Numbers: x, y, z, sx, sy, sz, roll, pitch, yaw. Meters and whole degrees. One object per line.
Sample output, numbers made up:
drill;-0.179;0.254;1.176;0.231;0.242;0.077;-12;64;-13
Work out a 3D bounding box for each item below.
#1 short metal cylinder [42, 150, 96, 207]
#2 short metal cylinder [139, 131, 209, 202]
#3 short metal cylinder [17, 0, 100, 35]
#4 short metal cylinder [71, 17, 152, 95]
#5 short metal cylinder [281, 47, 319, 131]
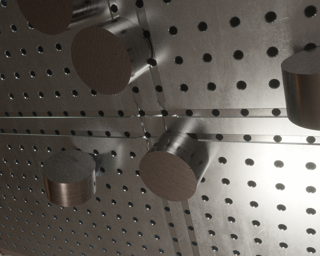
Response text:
short metal cylinder;-0.144;0.079;0.498;0.080;0.080;0.050;18;125;17
short metal cylinder;0.019;0.051;0.415;0.080;0.050;0.079;13;124;20
short metal cylinder;-0.119;-0.154;0.360;0.080;0.050;0.079;13;124;20
short metal cylinder;-0.057;-0.086;0.370;0.080;0.050;0.079;13;124;20
short metal cylinder;0.152;-0.038;0.272;0.080;0.080;0.050;-3;117;29
